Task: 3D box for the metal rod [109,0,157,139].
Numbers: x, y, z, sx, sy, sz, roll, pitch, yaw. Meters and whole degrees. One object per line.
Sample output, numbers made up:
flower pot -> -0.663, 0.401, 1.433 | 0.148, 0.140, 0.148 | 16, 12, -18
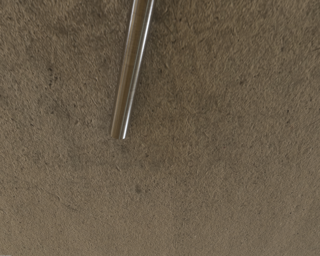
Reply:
metal rod -> -0.022, -0.104, 0.317 | 0.025, 0.025, 0.298 | 10, 130, -8
